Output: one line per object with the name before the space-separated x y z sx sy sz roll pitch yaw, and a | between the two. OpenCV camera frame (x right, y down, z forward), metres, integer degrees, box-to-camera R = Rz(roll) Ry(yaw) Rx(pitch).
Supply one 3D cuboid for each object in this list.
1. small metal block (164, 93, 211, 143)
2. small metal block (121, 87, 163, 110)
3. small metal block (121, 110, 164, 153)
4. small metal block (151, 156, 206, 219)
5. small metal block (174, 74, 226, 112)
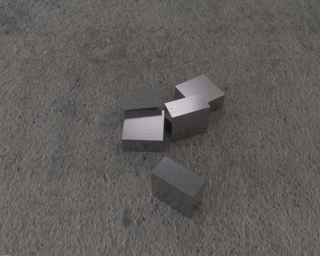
small metal block | 0.034 -0.012 0.397 0.050 0.050 0.025 -16 52 -13
small metal block | -0.025 -0.041 0.419 0.050 0.025 0.050 -6 8 -5
small metal block | -0.020 0.003 0.400 0.050 0.025 0.050 2 50 1
small metal block | 0.019 0.064 0.333 0.050 0.050 0.025 28 56 22
small metal block | 0.056 -0.045 0.441 0.050 0.025 0.050 -25 55 -20
